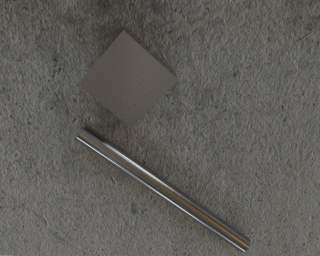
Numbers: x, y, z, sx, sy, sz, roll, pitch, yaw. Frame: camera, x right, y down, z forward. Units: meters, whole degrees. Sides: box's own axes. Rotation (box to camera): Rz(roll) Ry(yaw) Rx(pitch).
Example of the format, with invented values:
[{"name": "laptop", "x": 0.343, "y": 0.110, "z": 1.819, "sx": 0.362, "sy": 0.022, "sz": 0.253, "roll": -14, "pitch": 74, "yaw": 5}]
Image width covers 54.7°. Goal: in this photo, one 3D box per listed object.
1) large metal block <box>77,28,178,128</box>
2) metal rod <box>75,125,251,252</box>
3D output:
[{"name": "large metal block", "x": -0.037, "y": -0.061, "z": 0.374, "sx": 0.080, "sy": 0.050, "sz": 0.080, "roll": 41, "pitch": 105, "yaw": -14}, {"name": "metal rod", "x": 0.013, "y": 0.093, "z": 0.444, "sx": 0.301, "sy": 0.025, "sz": 0.025, "roll": 37, "pitch": 106, "yaw": -13}]
